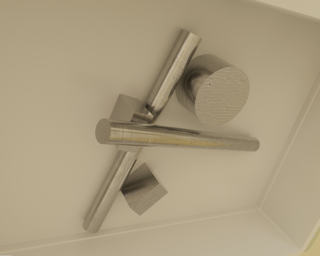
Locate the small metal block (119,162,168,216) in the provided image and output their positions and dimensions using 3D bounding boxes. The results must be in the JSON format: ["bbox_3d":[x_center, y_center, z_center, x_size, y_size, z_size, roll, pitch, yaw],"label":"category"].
[{"bbox_3d":[-0.025,0.084,0.433,0.050,0.050,0.025,-40,130,-2],"label":"small metal block"}]

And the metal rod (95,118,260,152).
[{"bbox_3d":[0.050,0.015,0.405,0.302,0.025,0.025,7,116,-46],"label":"metal rod"}]

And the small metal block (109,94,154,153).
[{"bbox_3d":[-0.038,-0.006,0.369,0.025,0.050,0.050,13,111,-34],"label":"small metal block"}]

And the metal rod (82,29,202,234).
[{"bbox_3d":[-0.030,0.016,0.403,0.025,0.025,0.298,17,109,-35],"label":"metal rod"}]

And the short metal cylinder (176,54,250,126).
[{"bbox_3d":[0.067,-0.049,0.401,0.081,0.050,0.079,-14,124,-21],"label":"short metal cylinder"}]
